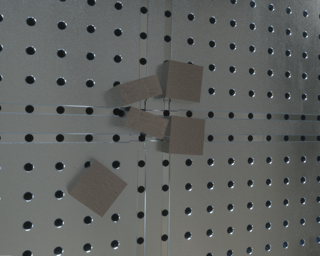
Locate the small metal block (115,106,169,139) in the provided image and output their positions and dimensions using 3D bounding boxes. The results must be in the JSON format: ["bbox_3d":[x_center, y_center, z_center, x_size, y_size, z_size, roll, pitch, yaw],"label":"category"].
[{"bbox_3d":[-0.024,-0.006,0.391,0.050,0.050,0.025,20,84,-19],"label":"small metal block"}]

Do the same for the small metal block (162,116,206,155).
[{"bbox_3d":[0.033,0.011,0.426,0.050,0.025,0.050,5,88,-20],"label":"small metal block"}]

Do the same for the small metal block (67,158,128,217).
[{"bbox_3d":[-0.078,0.073,0.385,0.050,0.025,0.050,41,77,-16],"label":"small metal block"}]

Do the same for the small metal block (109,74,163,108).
[{"bbox_3d":[-0.031,-0.046,0.389,0.050,0.050,0.025,-19,97,-19],"label":"small metal block"}]

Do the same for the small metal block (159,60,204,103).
[{"bbox_3d":[0.029,-0.062,0.424,0.050,0.025,0.050,7,88,-20],"label":"small metal block"}]
